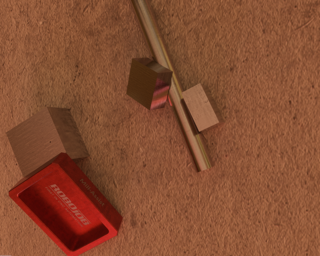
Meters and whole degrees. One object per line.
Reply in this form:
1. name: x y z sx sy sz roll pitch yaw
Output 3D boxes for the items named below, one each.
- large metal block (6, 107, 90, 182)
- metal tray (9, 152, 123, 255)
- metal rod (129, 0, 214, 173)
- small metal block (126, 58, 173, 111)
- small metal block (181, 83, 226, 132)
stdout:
1. large metal block: -0.163 0.024 0.451 0.080 0.050 0.080 -28 81 17
2. metal tray: -0.125 0.107 0.420 0.090 0.030 0.130 -32 105 17
3. metal rod: 0.004 -0.087 0.406 0.025 0.025 0.299 -23 83 18
4. small metal block: -0.015 -0.057 0.396 0.050 0.025 0.050 36 126 36
5. small metal block: 0.054 -0.024 0.376 0.025 0.050 0.050 -27 81 18
